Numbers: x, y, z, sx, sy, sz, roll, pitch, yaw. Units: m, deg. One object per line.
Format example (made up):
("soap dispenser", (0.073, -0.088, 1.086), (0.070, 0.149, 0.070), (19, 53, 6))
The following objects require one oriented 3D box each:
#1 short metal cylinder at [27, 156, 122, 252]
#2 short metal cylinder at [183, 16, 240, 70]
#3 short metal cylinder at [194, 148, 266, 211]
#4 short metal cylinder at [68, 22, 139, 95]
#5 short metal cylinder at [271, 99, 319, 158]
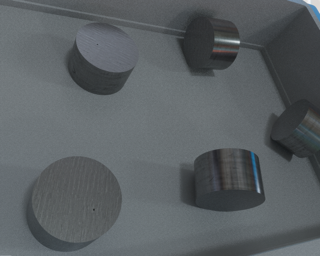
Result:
("short metal cylinder", (-0.083, 0.074, 0.300), (0.081, 0.050, 0.080), (14, 56, -21))
("short metal cylinder", (0.081, -0.135, 0.499), (0.050, 0.080, 0.080), (-4, 64, -30))
("short metal cylinder", (0.083, 0.065, 0.377), (0.081, 0.080, 0.050), (15, 56, -21))
("short metal cylinder", (-0.074, -0.090, 0.406), (0.081, 0.050, 0.080), (14, 56, -21))
("short metal cylinder", (0.226, 0.001, 0.494), (0.050, 0.080, 0.080), (35, 51, -6))
